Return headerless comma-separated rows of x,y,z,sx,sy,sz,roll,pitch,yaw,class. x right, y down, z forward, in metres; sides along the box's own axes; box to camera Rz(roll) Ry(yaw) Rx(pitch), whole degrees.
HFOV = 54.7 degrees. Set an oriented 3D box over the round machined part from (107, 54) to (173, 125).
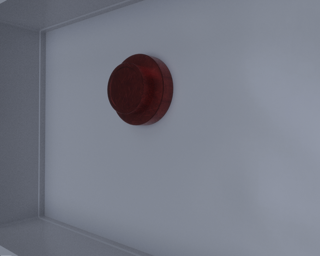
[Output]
-0.034,-0.052,0.422,0.098,0.042,0.097,0,90,39,round machined part
